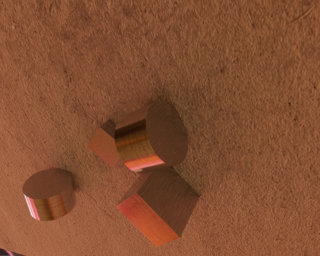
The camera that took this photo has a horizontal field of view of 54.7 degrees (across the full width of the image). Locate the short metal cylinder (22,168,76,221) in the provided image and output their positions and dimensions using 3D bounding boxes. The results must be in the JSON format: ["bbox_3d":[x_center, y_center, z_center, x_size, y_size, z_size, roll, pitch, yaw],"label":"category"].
[{"bbox_3d":[-0.192,0.115,0.544,0.080,0.080,0.050,11,123,22],"label":"short metal cylinder"}]

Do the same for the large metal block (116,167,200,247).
[{"bbox_3d":[0.000,0.103,0.435,0.080,0.080,0.050,47,129,-5],"label":"large metal block"}]

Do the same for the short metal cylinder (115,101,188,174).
[{"bbox_3d":[-0.009,0.012,0.384,0.050,0.080,0.080,-19,108,35],"label":"short metal cylinder"}]

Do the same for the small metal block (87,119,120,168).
[{"bbox_3d":[-0.072,0.023,0.460,0.050,0.025,0.050,40,129,1],"label":"small metal block"}]
